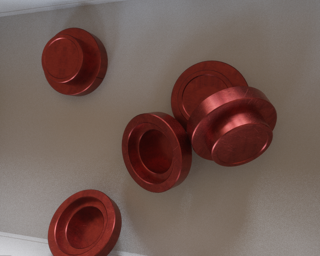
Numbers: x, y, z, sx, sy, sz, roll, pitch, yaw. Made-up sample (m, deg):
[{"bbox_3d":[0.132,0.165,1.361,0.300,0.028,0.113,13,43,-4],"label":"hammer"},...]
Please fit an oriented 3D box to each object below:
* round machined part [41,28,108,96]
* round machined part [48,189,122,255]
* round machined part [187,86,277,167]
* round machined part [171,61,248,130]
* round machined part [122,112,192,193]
[{"bbox_3d":[-0.129,-0.096,0.445,0.098,0.042,0.097,0,90,19],"label":"round machined part"},{"bbox_3d":[-0.096,0.137,0.418,0.098,0.042,0.098,-11,53,15],"label":"round machined part"},{"bbox_3d":[0.083,0.006,0.340,0.098,0.098,0.042,-34,44,16],"label":"round machined part"},{"bbox_3d":[0.060,-0.034,0.380,0.098,0.042,0.097,0,90,19],"label":"round machined part"},{"bbox_3d":[0.001,0.028,0.389,0.098,0.042,0.097,9,104,40],"label":"round machined part"}]
